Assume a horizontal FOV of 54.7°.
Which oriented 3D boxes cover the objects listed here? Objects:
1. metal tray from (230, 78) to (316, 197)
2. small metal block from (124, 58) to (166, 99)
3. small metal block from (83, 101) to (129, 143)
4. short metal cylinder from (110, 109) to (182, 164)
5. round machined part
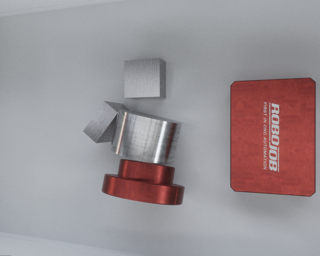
[{"bbox_3d":[0.130,0.010,0.362,0.090,0.030,0.129,0,90,19],"label":"metal tray"},{"bbox_3d":[-0.020,-0.065,0.417,0.050,0.025,0.050,0,90,19],"label":"small metal block"},{"bbox_3d":[-0.068,-0.008,0.420,0.025,0.050,0.050,40,103,15],"label":"small metal block"},{"bbox_3d":[-0.017,0.010,0.386,0.080,0.080,0.050,14,95,19],"label":"short metal cylinder"},{"bbox_3d":[-0.018,0.063,0.378,0.098,0.098,0.042,7,82,19],"label":"round machined part"}]
